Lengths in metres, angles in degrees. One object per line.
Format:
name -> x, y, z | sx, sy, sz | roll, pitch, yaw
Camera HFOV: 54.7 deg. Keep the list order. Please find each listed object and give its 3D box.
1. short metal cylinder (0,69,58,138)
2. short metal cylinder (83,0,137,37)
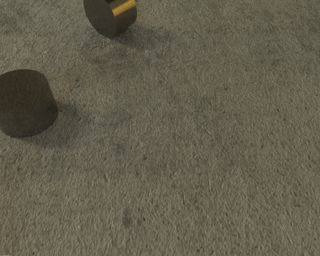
short metal cylinder -> -0.184, -0.033, 0.414 | 0.080, 0.050, 0.080 | 0, 50, 0
short metal cylinder -> -0.087, -0.207, 0.541 | 0.080, 0.080, 0.050 | 33, 58, 24
